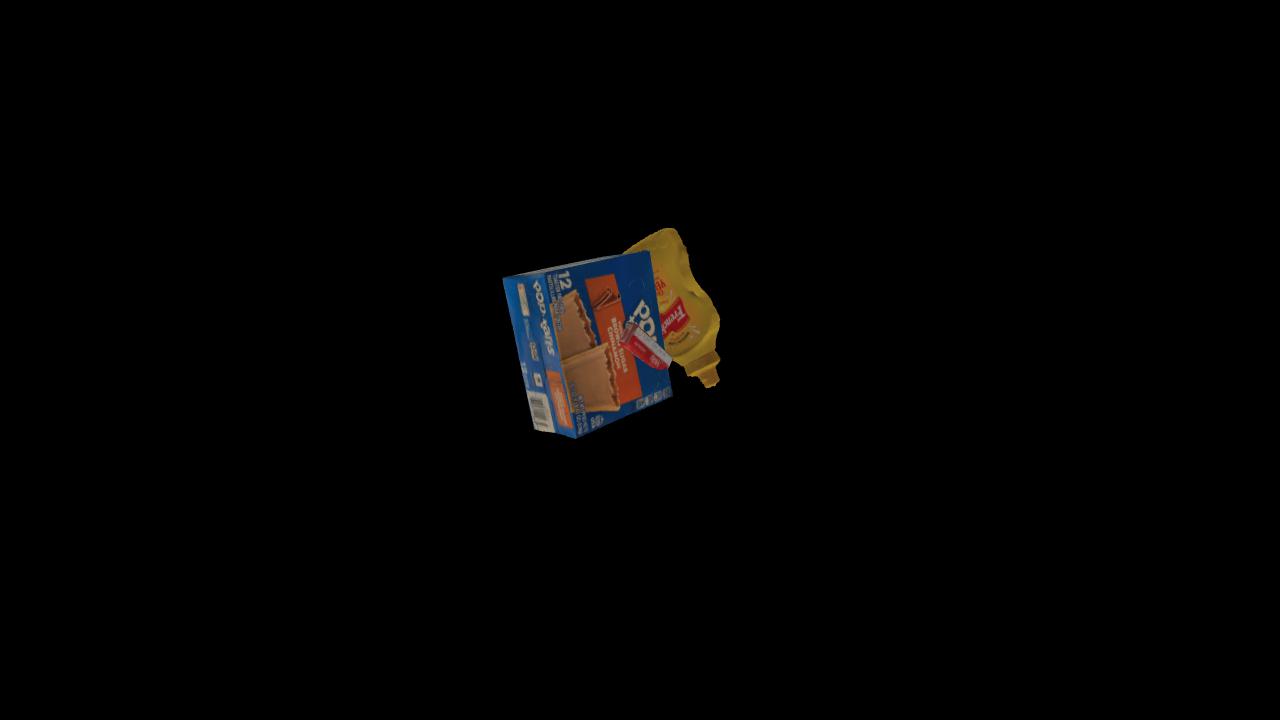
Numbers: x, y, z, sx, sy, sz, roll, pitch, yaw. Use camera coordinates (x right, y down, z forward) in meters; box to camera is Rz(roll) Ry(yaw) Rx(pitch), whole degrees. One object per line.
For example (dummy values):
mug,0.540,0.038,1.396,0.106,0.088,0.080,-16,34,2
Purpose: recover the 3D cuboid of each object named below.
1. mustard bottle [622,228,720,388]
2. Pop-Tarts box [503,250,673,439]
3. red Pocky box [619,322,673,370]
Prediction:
mustard bottle,0.043,-0.052,0.708,0.092,0.184,0.054,-28,-4,26
Pop-Tarts box,-0.051,-0.021,0.655,0.141,0.167,0.083,-20,17,-40
red Pocky box,-0.043,-0.025,0.700,0.155,0.028,0.083,18,-15,40
